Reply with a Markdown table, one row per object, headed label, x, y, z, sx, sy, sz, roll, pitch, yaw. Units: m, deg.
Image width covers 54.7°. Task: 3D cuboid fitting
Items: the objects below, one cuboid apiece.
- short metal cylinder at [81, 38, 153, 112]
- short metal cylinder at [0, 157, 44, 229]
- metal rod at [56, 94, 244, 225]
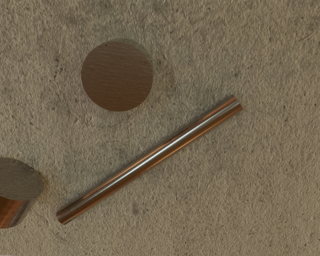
| label | x | y | z | sx | sy | sz | roll | pitch | yaw |
| --- | --- | --- | --- | --- | --- | --- | --- | --- | --- |
| short metal cylinder | -0.048 | -0.065 | 0.372 | 0.081 | 0.050 | 0.079 | 0 | 110 | 0 |
| short metal cylinder | -0.205 | 0.084 | 0.410 | 0.080 | 0.080 | 0.050 | 33 | 107 | -12 |
| metal rod | -0.022 | 0.049 | 0.427 | 0.300 | 0.025 | 0.025 | -34 | 107 | 11 |
